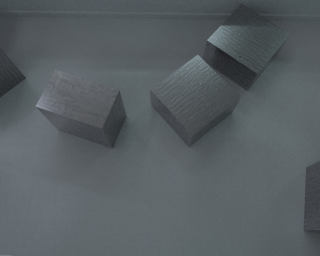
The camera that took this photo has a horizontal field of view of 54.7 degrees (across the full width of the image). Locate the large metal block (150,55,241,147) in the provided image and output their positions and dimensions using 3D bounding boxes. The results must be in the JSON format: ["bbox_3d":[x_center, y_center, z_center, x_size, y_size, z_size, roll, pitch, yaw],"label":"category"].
[{"bbox_3d":[0.044,-0.035,0.409,0.080,0.050,0.080,-38,75,-13],"label":"large metal block"}]

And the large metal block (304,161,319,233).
[{"bbox_3d":[0.208,0.080,0.353,0.050,0.080,0.080,11,70,4],"label":"large metal block"}]

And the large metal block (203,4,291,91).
[{"bbox_3d":[0.119,-0.114,0.438,0.080,0.050,0.080,38,74,12],"label":"large metal block"}]

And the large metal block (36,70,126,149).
[{"bbox_3d":[-0.093,-0.020,0.387,0.080,0.080,0.050,18,71,6],"label":"large metal block"}]

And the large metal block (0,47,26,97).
[{"bbox_3d":[-0.240,-0.076,0.406,0.080,0.080,0.050,-42,76,-14],"label":"large metal block"}]
